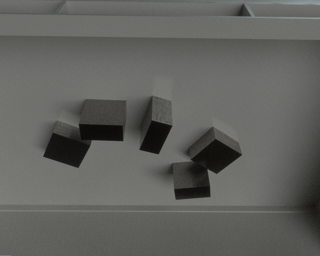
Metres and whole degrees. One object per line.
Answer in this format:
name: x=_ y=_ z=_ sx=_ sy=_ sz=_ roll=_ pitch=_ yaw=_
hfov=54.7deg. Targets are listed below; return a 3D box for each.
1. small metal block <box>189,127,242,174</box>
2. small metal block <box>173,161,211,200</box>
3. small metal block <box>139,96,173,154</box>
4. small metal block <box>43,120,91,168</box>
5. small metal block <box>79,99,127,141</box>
small metal block: x=0.078 y=0.033 z=0.437 sx=0.050 sy=0.025 sz=0.050 roll=30 pitch=124 yaw=-23
small metal block: x=0.046 y=0.076 z=0.458 sx=0.050 sy=0.050 sz=0.025 roll=-6 pitch=130 yaw=4
small metal block: x=-0.005 y=-0.004 z=0.389 sx=0.025 sy=0.050 sz=0.050 roll=15 pitch=129 yaw=-12
small metal block: x=-0.126 y=0.023 z=0.428 sx=0.050 sy=0.025 sz=0.050 roll=22 pitch=127 yaw=-18
small metal block: x=-0.069 y=-0.010 z=0.383 sx=0.050 sy=0.050 sz=0.025 roll=2 pitch=130 yaw=-2
